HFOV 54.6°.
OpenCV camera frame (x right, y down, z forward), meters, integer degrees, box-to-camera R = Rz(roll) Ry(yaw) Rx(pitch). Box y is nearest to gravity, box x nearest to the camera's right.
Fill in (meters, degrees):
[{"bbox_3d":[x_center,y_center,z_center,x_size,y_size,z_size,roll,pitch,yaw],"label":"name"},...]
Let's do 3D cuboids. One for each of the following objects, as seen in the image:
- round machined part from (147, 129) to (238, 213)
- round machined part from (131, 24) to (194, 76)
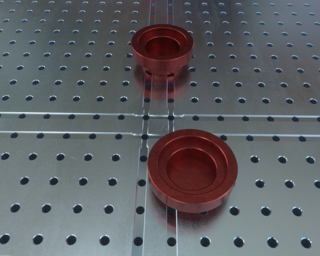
[{"bbox_3d":[0.035,0.052,0.354,0.099,0.042,0.098,0,50,0],"label":"round machined part"},{"bbox_3d":[0.004,-0.122,0.500,0.099,0.042,0.098,0,50,0],"label":"round machined part"}]
